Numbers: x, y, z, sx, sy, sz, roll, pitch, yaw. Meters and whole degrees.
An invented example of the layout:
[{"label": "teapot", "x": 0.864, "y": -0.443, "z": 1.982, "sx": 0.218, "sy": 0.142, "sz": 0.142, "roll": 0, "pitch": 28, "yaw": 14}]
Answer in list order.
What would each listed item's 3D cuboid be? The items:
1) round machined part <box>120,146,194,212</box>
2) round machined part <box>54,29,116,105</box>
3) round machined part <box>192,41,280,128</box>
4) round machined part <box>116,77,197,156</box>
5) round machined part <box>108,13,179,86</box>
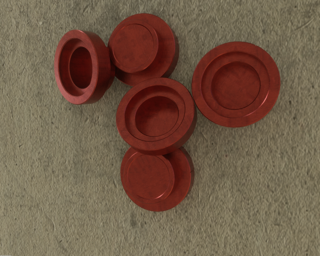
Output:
[{"label": "round machined part", "x": -0.008, "y": 0.060, "z": 0.402, "sx": 0.098, "sy": 0.042, "sz": 0.097, "roll": 0, "pitch": 90, "yaw": 19}, {"label": "round machined part", "x": -0.099, "y": -0.082, "z": 0.423, "sx": 0.098, "sy": 0.042, "sz": 0.097, "roll": 7, "pitch": 102, "yaw": 40}, {"label": "round machined part", "x": 0.090, "y": -0.049, "z": 0.369, "sx": 0.098, "sy": 0.042, "sz": 0.097, "roll": 0, "pitch": 90, "yaw": 19}, {"label": "round machined part", "x": -0.002, "y": -0.011, "z": 0.390, "sx": 0.098, "sy": 0.042, "sz": 0.098, "roll": -6, "pitch": 65, "yaw": 14}, {"label": "round machined part", "x": -0.027, "y": -0.104, "z": 0.409, "sx": 0.098, "sy": 0.042, "sz": 0.097, "roll": 0, "pitch": 90, "yaw": 19}]
